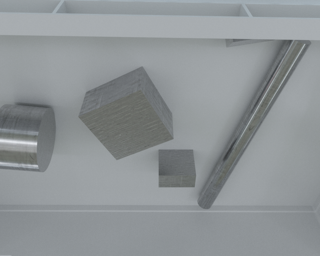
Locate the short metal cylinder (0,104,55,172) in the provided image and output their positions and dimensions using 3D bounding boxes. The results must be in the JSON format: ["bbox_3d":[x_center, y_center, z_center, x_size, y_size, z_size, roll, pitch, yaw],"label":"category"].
[{"bbox_3d":[-0.165,0.013,0.381,0.050,0.080,0.079,6,130,-5],"label":"short metal cylinder"}]

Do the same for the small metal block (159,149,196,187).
[{"bbox_3d":[0.023,0.057,0.442,0.050,0.050,0.025,0,130,-1],"label":"small metal block"}]

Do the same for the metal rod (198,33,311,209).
[{"bbox_3d":[0.112,0.015,0.423,0.025,0.025,0.298,11,129,-10],"label":"metal rod"}]

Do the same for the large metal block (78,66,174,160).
[{"bbox_3d":[-0.038,-0.016,0.379,0.080,0.050,0.080,-22,127,17],"label":"large metal block"}]

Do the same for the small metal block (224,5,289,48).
[{"bbox_3d":[0.093,-0.099,0.306,0.050,0.050,0.025,-8,98,6],"label":"small metal block"}]
